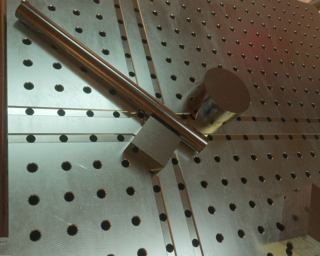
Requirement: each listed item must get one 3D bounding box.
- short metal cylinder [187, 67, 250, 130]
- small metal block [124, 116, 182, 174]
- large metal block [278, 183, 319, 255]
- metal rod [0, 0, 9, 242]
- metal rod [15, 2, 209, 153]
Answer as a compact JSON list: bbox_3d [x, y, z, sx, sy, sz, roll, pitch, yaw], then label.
[{"bbox_3d":[0.088,-0.044,0.469,0.081,0.050,0.080,14,56,-21],"label":"short metal cylinder"},{"bbox_3d":[-0.008,0.021,0.392,0.050,0.025,0.050,37,51,-4],"label":"small metal block"},{"bbox_3d":[0.219,0.137,0.429,0.080,0.050,0.080,34,51,-7],"label":"large metal block"},{"bbox_3d":[-0.178,-0.033,0.333,0.025,0.025,0.299,1,61,-28],"label":"metal rod"},{"bbox_3d":[-0.060,-0.065,0.416,0.301,0.025,0.025,37,51,-4],"label":"metal rod"}]
